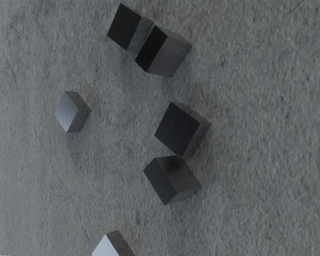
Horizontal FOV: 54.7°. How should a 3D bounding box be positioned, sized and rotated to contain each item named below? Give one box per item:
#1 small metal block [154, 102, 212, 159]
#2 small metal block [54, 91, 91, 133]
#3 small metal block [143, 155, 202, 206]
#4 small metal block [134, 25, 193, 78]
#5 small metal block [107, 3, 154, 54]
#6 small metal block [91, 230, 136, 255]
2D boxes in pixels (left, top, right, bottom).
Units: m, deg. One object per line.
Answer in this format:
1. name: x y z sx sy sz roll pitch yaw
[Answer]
1. small metal block: 0.027 0.002 0.381 0.050 0.025 0.050 40 114 32
2. small metal block: -0.149 -0.027 0.525 0.050 0.025 0.050 48 118 29
3. small metal block: 0.016 0.061 0.374 0.025 0.050 0.050 -49 61 29
4. small metal block: 0.005 -0.093 0.383 0.025 0.050 0.050 49 119 28
5. small metal block: -0.043 -0.140 0.438 0.050 0.025 0.050 42 115 31
6. small metal block: -0.069 0.190 0.460 0.050 0.025 0.050 47 118 29
